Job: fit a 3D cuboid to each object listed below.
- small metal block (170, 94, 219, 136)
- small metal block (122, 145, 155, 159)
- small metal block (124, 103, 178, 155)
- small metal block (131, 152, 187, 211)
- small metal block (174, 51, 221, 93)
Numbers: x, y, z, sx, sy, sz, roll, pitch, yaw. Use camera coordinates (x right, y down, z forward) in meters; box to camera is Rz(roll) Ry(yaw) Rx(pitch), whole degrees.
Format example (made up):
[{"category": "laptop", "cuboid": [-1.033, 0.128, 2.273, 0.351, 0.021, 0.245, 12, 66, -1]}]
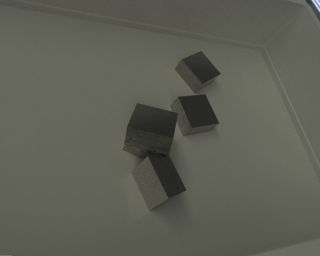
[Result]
[{"category": "small metal block", "cuboid": [0.050, -0.019, 0.446, 0.050, 0.025, 0.050, -9, 66, -32]}, {"category": "small metal block", "cuboid": [-0.013, 0.013, 0.392, 0.050, 0.025, 0.050, 27, 52, -12]}, {"category": "small metal block", "cuboid": [-0.009, 0.000, 0.354, 0.050, 0.025, 0.050, 14, 36, 0]}, {"category": "small metal block", "cuboid": [-0.003, 0.060, 0.353, 0.025, 0.050, 0.050, -16, 70, -35]}, {"category": "small metal block", "cuboid": [0.061, -0.090, 0.495, 0.050, 0.025, 0.050, -32, 80, -38]}]
